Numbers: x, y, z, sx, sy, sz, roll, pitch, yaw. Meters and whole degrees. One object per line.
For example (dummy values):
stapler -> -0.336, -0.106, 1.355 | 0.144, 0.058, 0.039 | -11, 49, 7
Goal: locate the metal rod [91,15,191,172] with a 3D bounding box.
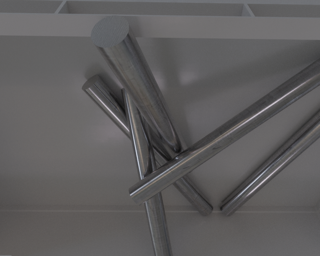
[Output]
metal rod -> 0.004, -0.002, 0.325 | 0.025, 0.025, 0.300 | -12, 155, 10

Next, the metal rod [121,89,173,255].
metal rod -> -0.009, 0.094, 0.407 | 0.025, 0.025, 0.298 | -8, 104, 7

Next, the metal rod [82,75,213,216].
metal rod -> -0.001, 0.043, 0.445 | 0.025, 0.025, 0.300 | -26, 126, 20

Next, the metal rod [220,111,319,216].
metal rod -> 0.181, 0.038, 0.442 | 0.025, 0.025, 0.298 | 21, 127, -17

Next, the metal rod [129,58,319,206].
metal rod -> 0.091, -0.002, 0.357 | 0.300, 0.025, 0.025 | -35, 123, 8
